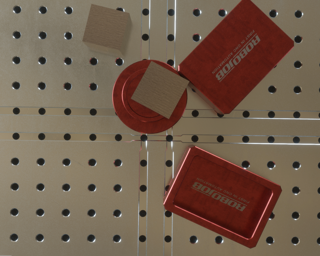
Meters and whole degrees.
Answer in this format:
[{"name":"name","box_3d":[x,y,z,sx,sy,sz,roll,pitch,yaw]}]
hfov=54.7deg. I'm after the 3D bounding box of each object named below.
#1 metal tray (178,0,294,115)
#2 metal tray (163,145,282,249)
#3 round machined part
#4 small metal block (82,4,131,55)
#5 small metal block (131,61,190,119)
[{"name":"metal tray","box_3d":[0.098,-0.092,0.411,0.090,0.030,0.130,44,90,0]},{"name":"metal tray","box_3d":[0.081,0.089,0.411,0.131,0.030,0.090,25,90,0]},{"name":"round machined part","box_3d":[-0.013,-0.041,0.404,0.099,0.042,0.097,0,90,0]},{"name":"small metal block","box_3d":[-0.070,-0.131,0.413,0.050,0.025,0.050,14,90,0]},{"name":"small metal block","box_3d":[0.000,-0.044,0.371,0.050,0.025,0.050,28,90,-1]}]
